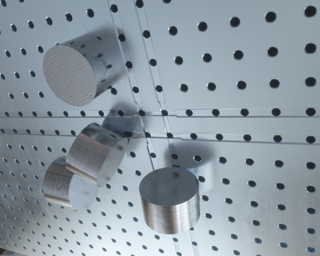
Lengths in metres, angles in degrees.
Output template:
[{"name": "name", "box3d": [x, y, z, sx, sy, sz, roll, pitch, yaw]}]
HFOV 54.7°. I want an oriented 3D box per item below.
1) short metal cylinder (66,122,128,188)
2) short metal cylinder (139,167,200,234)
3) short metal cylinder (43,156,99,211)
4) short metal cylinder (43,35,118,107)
[{"name": "short metal cylinder", "box3d": [-0.089, 0.038, 0.444, 0.050, 0.080, 0.079, 27, 128, 11]}, {"name": "short metal cylinder", "box3d": [0.014, 0.098, 0.428, 0.080, 0.080, 0.050, 8, 122, 24]}, {"name": "short metal cylinder", "box3d": [-0.140, 0.088, 0.502, 0.050, 0.080, 0.079, 8, 122, 24]}, {"name": "short metal cylinder", "box3d": [-0.102, -0.074, 0.401, 0.080, 0.050, 0.079, 13, 124, 20]}]
